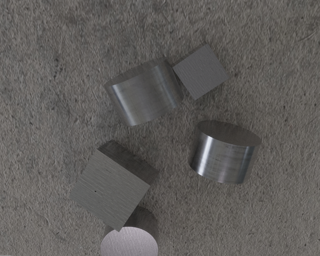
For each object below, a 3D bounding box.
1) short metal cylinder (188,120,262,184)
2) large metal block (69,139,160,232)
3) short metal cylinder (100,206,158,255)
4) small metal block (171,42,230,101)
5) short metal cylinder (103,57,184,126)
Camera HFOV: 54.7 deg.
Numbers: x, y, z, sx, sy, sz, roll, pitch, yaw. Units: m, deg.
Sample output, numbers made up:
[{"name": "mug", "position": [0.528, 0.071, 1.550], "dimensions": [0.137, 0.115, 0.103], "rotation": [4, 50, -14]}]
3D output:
[{"name": "short metal cylinder", "position": [0.080, 0.028, 0.392], "dimensions": [0.081, 0.080, 0.050], "rotation": [11, 110, -4]}, {"name": "large metal block", "position": [-0.060, 0.075, 0.413], "dimensions": [0.080, 0.050, 0.080], "rotation": [34, 107, 5]}, {"name": "short metal cylinder", "position": [-0.043, 0.162, 0.456], "dimensions": [0.081, 0.050, 0.079], "rotation": [0, 110, 0]}, {"name": "small metal block", "position": [0.049, -0.071, 0.384], "dimensions": [0.050, 0.025, 0.050], "rotation": [-33, 107, 11]}, {"name": "short metal cylinder", "position": [-0.019, -0.044, 0.364], "dimensions": [0.080, 0.080, 0.050], "rotation": [-22, 109, 8]}]
